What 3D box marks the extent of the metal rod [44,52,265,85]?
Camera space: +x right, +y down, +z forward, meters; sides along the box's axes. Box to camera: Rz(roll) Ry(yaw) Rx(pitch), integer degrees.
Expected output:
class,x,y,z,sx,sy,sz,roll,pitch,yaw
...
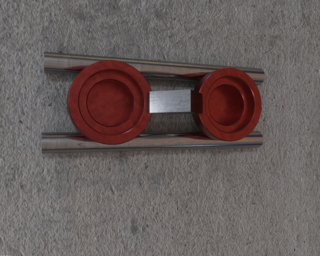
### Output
class,x,y,z,sx,sy,sz,roll,pitch,yaw
metal rod,0.007,-0.076,0.412,0.302,0.025,0.025,0,90,-20

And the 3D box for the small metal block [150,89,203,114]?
class,x,y,z,sx,sy,sz,roll,pitch,yaw
small metal block,0.021,-0.030,0.377,0.050,0.050,0.025,0,90,23

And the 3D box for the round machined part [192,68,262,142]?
class,x,y,z,sx,sy,sz,roll,pitch,yaw
round machined part,0.087,-0.031,0.428,0.099,0.042,0.097,0,90,-20

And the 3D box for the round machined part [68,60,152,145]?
class,x,y,z,sx,sy,sz,roll,pitch,yaw
round machined part,-0.061,-0.029,0.374,0.099,0.042,0.097,0,90,-20

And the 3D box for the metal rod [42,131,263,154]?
class,x,y,z,sx,sy,sz,roll,pitch,yaw
metal rod,0.005,0.017,0.412,0.302,0.025,0.025,0,90,-20
